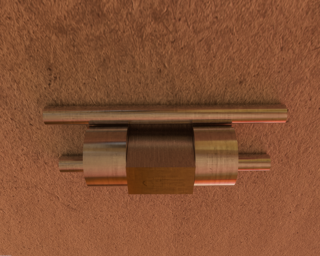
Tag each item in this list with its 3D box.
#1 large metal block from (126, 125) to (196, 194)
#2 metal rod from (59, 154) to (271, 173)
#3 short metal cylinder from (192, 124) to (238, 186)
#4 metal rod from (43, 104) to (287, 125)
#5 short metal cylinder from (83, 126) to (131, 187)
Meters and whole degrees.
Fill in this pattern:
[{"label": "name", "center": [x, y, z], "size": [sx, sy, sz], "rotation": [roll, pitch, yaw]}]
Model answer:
[{"label": "large metal block", "center": [0.001, 0.038, 0.402], "size": [0.081, 0.080, 0.050], "rotation": [0, 130, 0]}, {"label": "metal rod", "center": [0.007, 0.051, 0.453], "size": [0.302, 0.025, 0.025], "rotation": [0, 130, 0]}, {"label": "short metal cylinder", "center": [0.067, 0.035, 0.402], "size": [0.050, 0.080, 0.079], "rotation": [-1, 130, 0]}, {"label": "metal rod", "center": [0.007, -0.017, 0.394], "size": [0.302, 0.025, 0.025], "rotation": [0, 130, 0]}, {"label": "short metal cylinder", "center": [-0.065, 0.036, 0.402], "size": [0.050, 0.080, 0.079], "rotation": [-1, 130, 0]}]
